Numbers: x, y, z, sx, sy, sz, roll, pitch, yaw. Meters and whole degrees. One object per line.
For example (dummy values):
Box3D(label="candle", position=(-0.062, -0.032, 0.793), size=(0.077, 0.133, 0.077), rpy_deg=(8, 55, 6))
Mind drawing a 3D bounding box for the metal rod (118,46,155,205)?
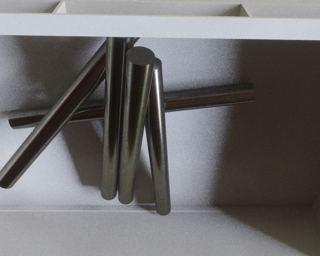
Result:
Box3D(label="metal rod", position=(-0.036, 0.025, 0.387), size=(0.025, 0.025, 0.298), rpy_deg=(6, 143, -5))

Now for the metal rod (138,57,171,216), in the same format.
Box3D(label="metal rod", position=(-0.002, 0.037, 0.417), size=(0.025, 0.025, 0.298), rpy_deg=(-3, 137, 2))

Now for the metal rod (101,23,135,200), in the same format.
Box3D(label="metal rod", position=(-0.058, 0.009, 0.386), size=(0.025, 0.025, 0.298), rpy_deg=(7, 139, -6))

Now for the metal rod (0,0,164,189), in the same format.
Box3D(label="metal rod", position=(-0.106, -0.027, 0.357), size=(0.025, 0.025, 0.299), rpy_deg=(35, 114, -26))

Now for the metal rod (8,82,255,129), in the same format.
Box3D(label="metal rod", position=(-0.038, -0.027, 0.385), size=(0.302, 0.025, 0.025), rpy_deg=(-6, 130, 4))
